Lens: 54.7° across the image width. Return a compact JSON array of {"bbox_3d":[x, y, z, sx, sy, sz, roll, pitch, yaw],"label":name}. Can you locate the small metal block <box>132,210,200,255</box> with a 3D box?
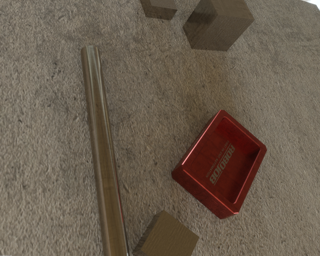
[{"bbox_3d":[0.007,0.126,0.332,0.050,0.025,0.050,39,51,-3],"label":"small metal block"}]

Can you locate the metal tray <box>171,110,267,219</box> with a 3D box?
[{"bbox_3d":[0.085,0.045,0.420,0.090,0.030,0.131,41,51,-1],"label":"metal tray"}]

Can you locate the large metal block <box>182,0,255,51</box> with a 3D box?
[{"bbox_3d":[0.099,-0.180,0.534,0.081,0.080,0.050,-6,65,-31],"label":"large metal block"}]

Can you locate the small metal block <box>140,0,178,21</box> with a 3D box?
[{"bbox_3d":[-0.004,-0.217,0.536,0.050,0.025,0.050,-4,64,-30],"label":"small metal block"}]

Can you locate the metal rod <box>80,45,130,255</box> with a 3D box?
[{"bbox_3d":[-0.064,0.029,0.352,0.025,0.025,0.299,2,61,-28],"label":"metal rod"}]
